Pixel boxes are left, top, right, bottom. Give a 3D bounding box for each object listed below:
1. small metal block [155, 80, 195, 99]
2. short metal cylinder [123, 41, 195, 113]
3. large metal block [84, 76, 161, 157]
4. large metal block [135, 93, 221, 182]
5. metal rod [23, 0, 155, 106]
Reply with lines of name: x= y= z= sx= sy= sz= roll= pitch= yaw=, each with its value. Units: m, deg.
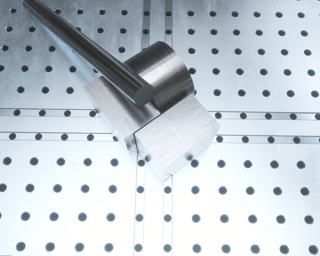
small metal block: x=0.012 y=-0.050 z=0.431 sx=0.050 sy=0.025 sz=0.050 roll=-40 pitch=75 yaw=-14
short metal cylinder: x=-0.003 y=-0.057 z=0.376 sx=0.050 sy=0.080 sz=0.080 roll=-35 pitch=74 yaw=-12
large metal block: x=-0.044 y=-0.018 z=0.389 sx=0.050 sy=0.080 sz=0.080 roll=-36 pitch=74 yaw=-12
large metal block: x=0.020 y=0.015 z=0.375 sx=0.080 sy=0.080 sz=0.050 roll=-36 pitch=74 yaw=-12
metal rod: x=-0.108 y=-0.113 z=0.396 sx=0.025 sy=0.025 sz=0.300 roll=-40 pitch=54 yaw=-13
